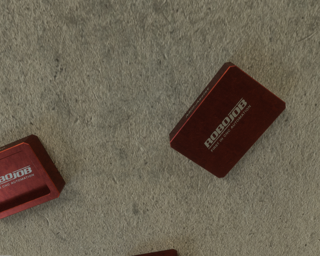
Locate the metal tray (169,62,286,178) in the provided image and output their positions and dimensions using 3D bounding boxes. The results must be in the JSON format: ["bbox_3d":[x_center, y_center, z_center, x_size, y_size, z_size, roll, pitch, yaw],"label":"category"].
[{"bbox_3d":[0.084,-0.008,0.405,0.090,0.030,0.129,34,106,-12],"label":"metal tray"}]

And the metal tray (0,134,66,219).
[{"bbox_3d":[-0.213,0.074,0.432,0.130,0.030,0.090,-21,109,7],"label":"metal tray"}]

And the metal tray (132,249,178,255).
[{"bbox_3d":[-0.005,0.264,0.504,0.090,0.030,0.129,-11,110,4],"label":"metal tray"}]
